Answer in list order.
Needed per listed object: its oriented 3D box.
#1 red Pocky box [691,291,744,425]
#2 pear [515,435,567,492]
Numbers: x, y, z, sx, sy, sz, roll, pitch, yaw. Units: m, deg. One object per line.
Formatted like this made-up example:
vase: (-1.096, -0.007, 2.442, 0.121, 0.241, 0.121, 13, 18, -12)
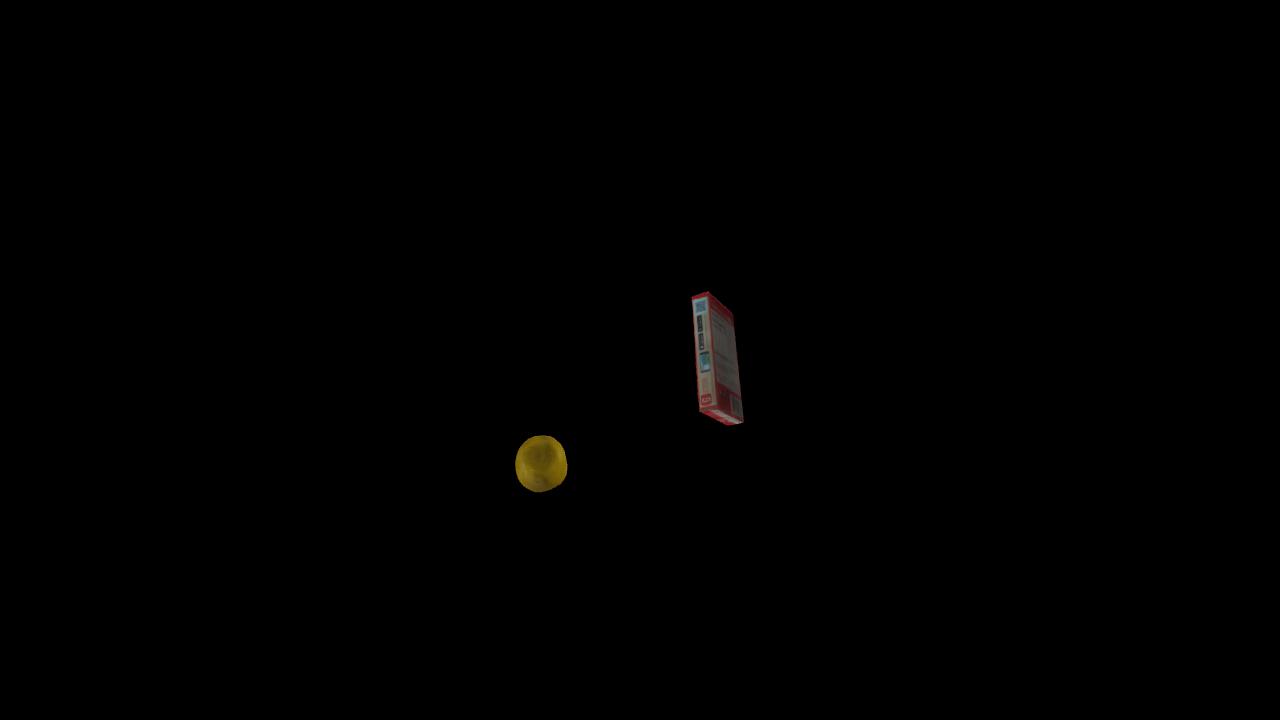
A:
red Pocky box: (0.098, 0.000, 0.776, 0.028, 0.155, 0.083, -14, -25, 29)
pear: (-0.140, 0.160, 0.896, 0.080, 0.080, 0.111, 0, -33, 3)
